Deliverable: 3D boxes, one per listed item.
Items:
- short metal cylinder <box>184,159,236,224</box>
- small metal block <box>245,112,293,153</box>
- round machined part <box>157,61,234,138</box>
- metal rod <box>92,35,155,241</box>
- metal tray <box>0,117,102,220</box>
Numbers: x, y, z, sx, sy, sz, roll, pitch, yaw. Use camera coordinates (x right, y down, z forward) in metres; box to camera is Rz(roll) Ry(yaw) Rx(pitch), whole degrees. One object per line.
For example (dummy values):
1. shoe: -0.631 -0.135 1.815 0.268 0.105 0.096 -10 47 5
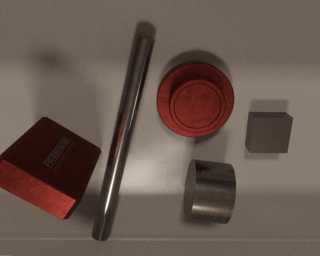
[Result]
1. short metal cylinder: 0.064 0.085 0.414 0.050 0.080 0.079 7 110 -3
2. small metal block: 0.145 0.006 0.416 0.050 0.025 0.050 0 110 -1
3. round machined part: 0.045 -0.033 0.391 0.099 0.042 0.097 0 110 -1
4. metal rod: -0.054 0.027 0.420 0.025 0.025 0.298 13 110 -5
5. metal tray: -0.126 0.040 0.368 0.090 0.130 0.030 32 107 -12
